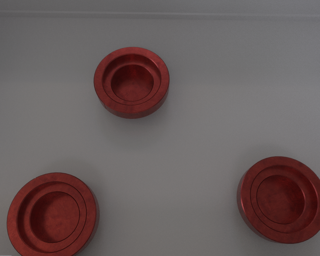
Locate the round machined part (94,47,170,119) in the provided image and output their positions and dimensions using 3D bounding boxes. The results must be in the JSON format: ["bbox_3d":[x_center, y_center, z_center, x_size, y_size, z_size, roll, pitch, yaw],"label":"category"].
[{"bbox_3d":[-0.037,-0.057,0.421,0.099,0.042,0.098,0,70,0],"label":"round machined part"}]

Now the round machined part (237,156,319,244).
[{"bbox_3d":[0.141,0.086,0.370,0.099,0.042,0.098,0,70,0],"label":"round machined part"}]

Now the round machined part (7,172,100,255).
[{"bbox_3d":[-0.120,0.104,0.362,0.099,0.042,0.098,0,70,0],"label":"round machined part"}]
